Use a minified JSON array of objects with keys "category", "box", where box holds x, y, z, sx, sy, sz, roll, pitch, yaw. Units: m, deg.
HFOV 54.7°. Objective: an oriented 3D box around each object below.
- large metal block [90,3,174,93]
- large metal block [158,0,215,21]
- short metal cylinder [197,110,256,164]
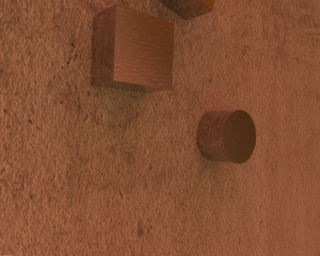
[{"category":"large metal block","box":[-0.031,-0.087,0.362,0.081,0.050,0.080,3,88,-40]},{"category":"large metal block","box":[0.034,-0.206,0.416,0.080,0.050,0.080,22,76,-38]},{"category":"short metal cylinder","box":[0.102,0.013,0.474,0.081,0.050,0.080,0,90,-40]}]
